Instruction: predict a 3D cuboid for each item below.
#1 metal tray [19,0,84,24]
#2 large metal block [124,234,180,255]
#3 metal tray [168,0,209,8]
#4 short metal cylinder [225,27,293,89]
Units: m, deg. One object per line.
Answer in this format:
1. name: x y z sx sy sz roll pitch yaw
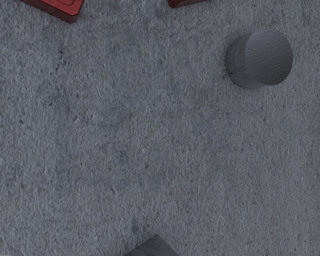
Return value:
1. metal tray: -0.119 -0.202 0.361 0.091 0.030 0.130 22 83 -19
2. large metal block: -0.013 0.184 0.375 0.081 0.080 0.050 -28 100 -18
3. metal tray: 0.039 -0.239 0.420 0.091 0.030 0.129 -21 97 -19
4. short metal cylinder: 0.142 -0.098 0.448 0.081 0.050 0.079 0 90 -20
